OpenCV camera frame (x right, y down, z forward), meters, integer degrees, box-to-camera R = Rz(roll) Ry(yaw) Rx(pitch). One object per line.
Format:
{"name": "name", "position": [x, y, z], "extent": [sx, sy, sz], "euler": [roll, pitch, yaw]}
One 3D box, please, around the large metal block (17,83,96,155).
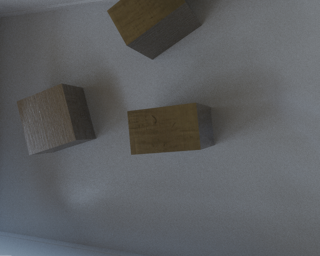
{"name": "large metal block", "position": [-0.150, -0.011, 0.450], "extent": [0.080, 0.050, 0.080], "euler": [-17, 84, 19]}

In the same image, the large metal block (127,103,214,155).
{"name": "large metal block", "position": [0.016, 0.002, 0.375], "extent": [0.080, 0.080, 0.050], "euler": [-6, 88, 20]}

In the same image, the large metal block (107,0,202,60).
{"name": "large metal block", "position": [-0.003, -0.135, 0.382], "extent": [0.080, 0.080, 0.050], "euler": [-32, 80, 17]}
